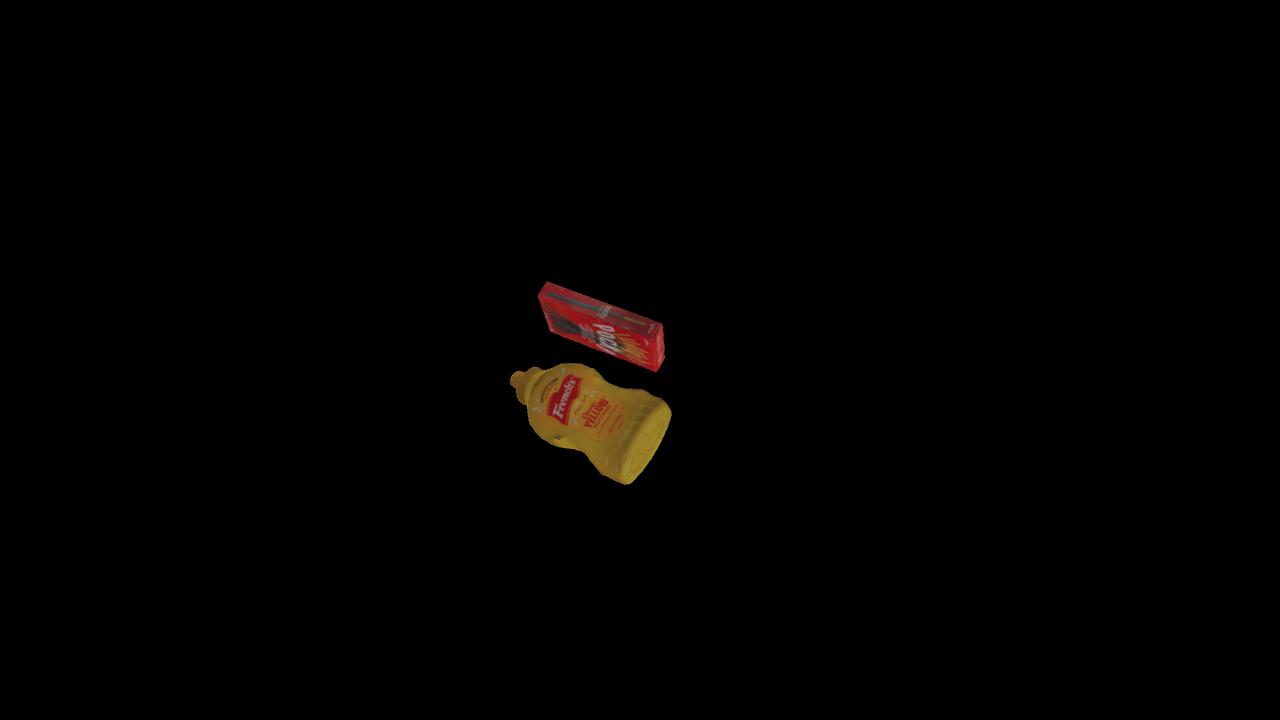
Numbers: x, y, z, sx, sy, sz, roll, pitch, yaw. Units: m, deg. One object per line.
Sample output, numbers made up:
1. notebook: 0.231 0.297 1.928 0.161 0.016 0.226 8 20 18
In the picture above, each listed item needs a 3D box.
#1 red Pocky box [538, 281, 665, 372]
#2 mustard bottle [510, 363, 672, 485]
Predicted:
1. red Pocky box: -0.046 -0.039 0.741 0.155 0.028 0.083 21 -26 15
2. mustard bottle: -0.065 0.051 0.634 0.184 0.092 0.054 23 -13 30
